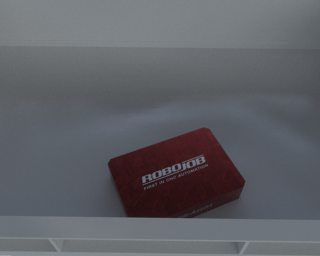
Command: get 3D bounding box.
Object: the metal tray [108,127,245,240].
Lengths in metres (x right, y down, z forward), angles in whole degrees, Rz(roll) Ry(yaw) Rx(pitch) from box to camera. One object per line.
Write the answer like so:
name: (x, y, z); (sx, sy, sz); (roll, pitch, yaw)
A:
metal tray: (0.017, 0.058, 0.354); (0.131, 0.030, 0.090); (-18, 52, -15)
